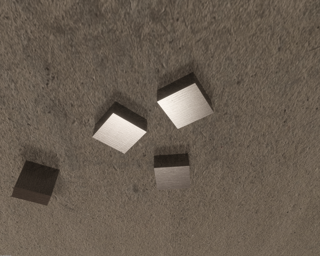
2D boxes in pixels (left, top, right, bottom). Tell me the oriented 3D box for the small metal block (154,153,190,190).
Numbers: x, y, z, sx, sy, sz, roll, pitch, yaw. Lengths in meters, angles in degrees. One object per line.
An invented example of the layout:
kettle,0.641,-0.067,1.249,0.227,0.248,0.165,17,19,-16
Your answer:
small metal block,0.019,0.066,0.464,0.050,0.025,0.050,-4,130,3

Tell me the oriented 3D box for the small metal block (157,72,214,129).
small metal block,0.031,-0.033,0.380,0.050,0.025,0.050,-25,126,19

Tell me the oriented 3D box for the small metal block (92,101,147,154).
small metal block,-0.052,0.000,0.407,0.050,0.025,0.050,31,123,-24

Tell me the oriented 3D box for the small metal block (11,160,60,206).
small metal block,-0.182,0.081,0.457,0.050,0.050,0.025,20,127,-17
